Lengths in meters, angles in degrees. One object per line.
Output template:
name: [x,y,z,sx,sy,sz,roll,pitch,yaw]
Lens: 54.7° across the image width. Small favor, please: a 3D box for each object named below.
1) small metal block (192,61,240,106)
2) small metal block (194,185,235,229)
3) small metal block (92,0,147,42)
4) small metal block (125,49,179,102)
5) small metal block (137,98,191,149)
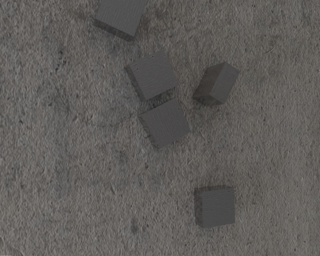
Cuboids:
small metal block: [0.076,-0.059,0.423,0.025,0.050,0.050,30,80,-18]
small metal block: [0.077,0.110,0.437,0.050,0.025,0.050,-3,91,-20]
small metal block: [-0.051,-0.145,0.390,0.050,0.025,0.050,21,83,-19]
small metal block: [-0.011,-0.068,0.405,0.050,0.025,0.050,-28,100,-18]
small metal block: [0.006,-0.006,0.411,0.050,0.025,0.050,-28,100,-18]
